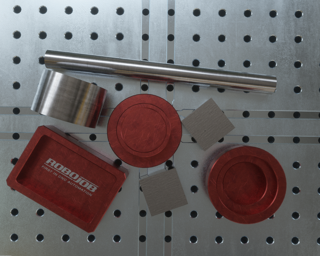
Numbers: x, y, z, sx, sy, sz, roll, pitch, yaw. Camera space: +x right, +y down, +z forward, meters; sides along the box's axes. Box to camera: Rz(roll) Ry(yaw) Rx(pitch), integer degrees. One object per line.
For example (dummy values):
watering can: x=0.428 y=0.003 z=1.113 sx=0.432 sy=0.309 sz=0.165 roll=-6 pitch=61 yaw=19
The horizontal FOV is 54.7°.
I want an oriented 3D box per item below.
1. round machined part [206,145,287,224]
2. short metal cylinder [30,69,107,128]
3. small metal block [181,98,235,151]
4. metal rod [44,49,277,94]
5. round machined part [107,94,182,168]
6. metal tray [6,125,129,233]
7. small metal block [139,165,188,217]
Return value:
round machined part: x=0.109 y=0.071 z=0.406 sx=0.099 sy=0.042 sz=0.097 roll=0 pitch=90 yaw=0
short metal cylinder: x=-0.111 y=-0.035 z=0.385 sx=0.080 sy=0.080 sz=0.050 roll=18 pitch=90 yaw=0
small metal block: x=0.062 y=-0.005 z=0.414 sx=0.050 sy=0.025 sz=0.050 roll=-38 pitch=90 yaw=0
metal rod: x=0.001 y=-0.075 z=0.413 sx=0.302 sy=0.025 sz=0.025 roll=7 pitch=90 yaw=0
round machined part: x=-0.020 y=0.003 z=0.404 sx=0.099 sy=0.042 sz=0.097 roll=0 pitch=87 yaw=0
metal tray: x=-0.120 y=0.065 z=0.409 sx=0.130 sy=0.030 sz=0.090 roll=31 pitch=90 yaw=0
small metal block: x=0.005 y=0.083 z=0.413 sx=0.050 sy=0.025 sz=0.050 roll=-19 pitch=90 yaw=0
